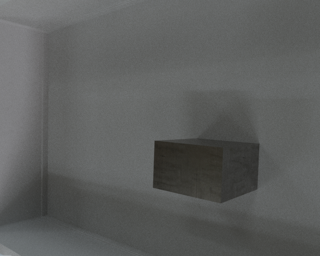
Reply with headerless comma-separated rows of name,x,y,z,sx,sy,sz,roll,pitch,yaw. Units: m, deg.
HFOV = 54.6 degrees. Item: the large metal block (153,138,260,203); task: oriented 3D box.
large metal block,0.050,0.040,0.330,0.080,0.081,0.050,4,93,40
